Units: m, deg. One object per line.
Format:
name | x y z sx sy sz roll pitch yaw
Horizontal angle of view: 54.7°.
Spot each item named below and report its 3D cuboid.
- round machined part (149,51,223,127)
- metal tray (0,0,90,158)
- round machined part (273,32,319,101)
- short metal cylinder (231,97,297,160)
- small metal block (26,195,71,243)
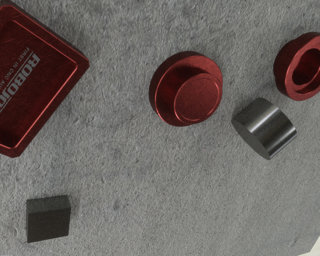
round machined part | 0.039 -0.044 0.392 0.099 0.042 0.097 -14 125 -21
metal tray | -0.144 -0.042 0.299 0.090 0.030 0.130 34 99 -39
round machined part | 0.208 -0.092 0.455 0.099 0.042 0.097 -14 125 -21
short metal cylinder | 0.152 0.001 0.458 0.050 0.080 0.080 -41 130 0
small metal block | -0.145 0.117 0.401 0.050 0.025 0.050 -2 119 -28
